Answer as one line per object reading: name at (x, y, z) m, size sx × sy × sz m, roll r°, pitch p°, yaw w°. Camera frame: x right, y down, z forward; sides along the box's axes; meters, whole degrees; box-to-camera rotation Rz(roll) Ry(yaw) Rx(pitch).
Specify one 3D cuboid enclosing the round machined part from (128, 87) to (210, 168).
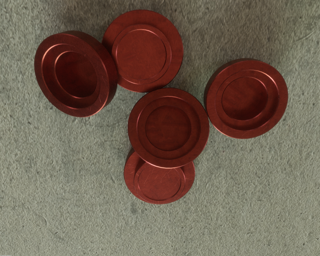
round machined part at (0.010, 0.000, 0.391) m, size 0.099 × 0.042 × 0.097 m, roll 0°, pitch 87°, yaw -3°

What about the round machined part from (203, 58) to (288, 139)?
round machined part at (0.104, -0.039, 0.389) m, size 0.099 × 0.042 × 0.097 m, roll 0°, pitch 110°, yaw -1°

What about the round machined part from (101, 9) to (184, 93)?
round machined part at (-0.021, -0.089, 0.368) m, size 0.099 × 0.042 × 0.097 m, roll 0°, pitch 110°, yaw -1°

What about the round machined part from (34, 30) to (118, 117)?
round machined part at (-0.094, -0.065, 0.365) m, size 0.098 × 0.042 × 0.097 m, roll 10°, pitch 119°, yaw 18°

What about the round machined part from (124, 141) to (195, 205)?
round machined part at (-0.001, 0.064, 0.425) m, size 0.099 × 0.042 × 0.097 m, roll 0°, pitch 110°, yaw -1°
